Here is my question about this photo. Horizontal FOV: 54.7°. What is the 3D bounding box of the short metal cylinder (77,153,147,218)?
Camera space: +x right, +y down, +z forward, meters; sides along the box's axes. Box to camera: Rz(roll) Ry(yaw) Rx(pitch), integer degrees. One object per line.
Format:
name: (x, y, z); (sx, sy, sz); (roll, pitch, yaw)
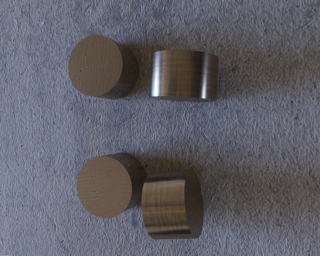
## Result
short metal cylinder: (-0.064, 0.075, 0.418); (0.080, 0.050, 0.080); (0, 90, 20)

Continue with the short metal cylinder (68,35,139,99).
short metal cylinder: (-0.076, -0.081, 0.422); (0.080, 0.050, 0.080); (0, 90, 20)

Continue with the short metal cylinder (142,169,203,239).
short metal cylinder: (0.018, 0.092, 0.373); (0.050, 0.080, 0.080); (-9, 87, 20)

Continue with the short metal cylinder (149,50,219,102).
short metal cylinder: (0.028, -0.059, 0.370); (0.080, 0.080, 0.050); (4, 92, 20)
